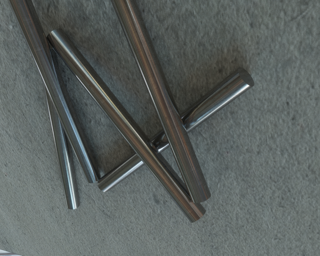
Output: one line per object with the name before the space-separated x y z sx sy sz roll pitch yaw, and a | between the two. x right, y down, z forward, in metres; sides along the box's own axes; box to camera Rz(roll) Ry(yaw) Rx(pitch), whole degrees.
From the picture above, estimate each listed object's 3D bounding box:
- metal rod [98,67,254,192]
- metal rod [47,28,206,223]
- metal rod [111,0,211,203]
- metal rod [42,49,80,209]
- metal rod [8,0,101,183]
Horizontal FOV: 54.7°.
metal rod | -0.001 0.020 0.417 0.025 0.025 0.299 47 129 -5
metal rod | -0.044 -0.004 0.400 0.300 0.025 0.025 52 128 1
metal rod | -0.004 -0.049 0.353 0.025 0.025 0.299 -14 104 33
metal rod | -0.158 0.017 0.497 0.025 0.025 0.298 15 125 19
metal rod | -0.138 -0.039 0.433 0.025 0.025 0.298 5 127 25
